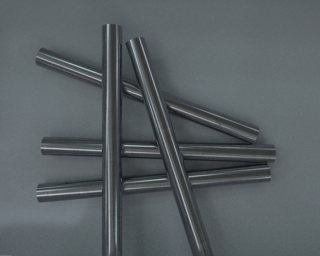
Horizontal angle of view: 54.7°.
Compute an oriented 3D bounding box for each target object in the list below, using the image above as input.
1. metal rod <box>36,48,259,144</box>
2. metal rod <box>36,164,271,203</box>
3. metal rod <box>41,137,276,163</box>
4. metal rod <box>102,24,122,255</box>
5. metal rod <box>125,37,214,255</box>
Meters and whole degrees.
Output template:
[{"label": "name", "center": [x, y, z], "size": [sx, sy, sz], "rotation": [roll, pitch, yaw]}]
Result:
[{"label": "metal rod", "center": [-0.016, -0.042, 0.409], "size": [0.302, 0.025, 0.025], "rotation": [20, 90, -1]}, {"label": "metal rod", "center": [-0.007, 0.073, 0.410], "size": [0.302, 0.025, 0.025], "rotation": [-5, 90, -1]}, {"label": "metal rod", "center": [-0.001, 0.029, 0.409], "size": [0.302, 0.025, 0.025], "rotation": [2, 90, -1]}, {"label": "metal rod", "center": [-0.059, 0.024, 0.383], "size": [0.025, 0.025, 0.298], "rotation": [0, 90, -1]}, {"label": "metal rod", "center": [0.014, 0.034, 0.385], "size": [0.025, 0.025, 0.298], "rotation": [-18, 90, 0]}]
